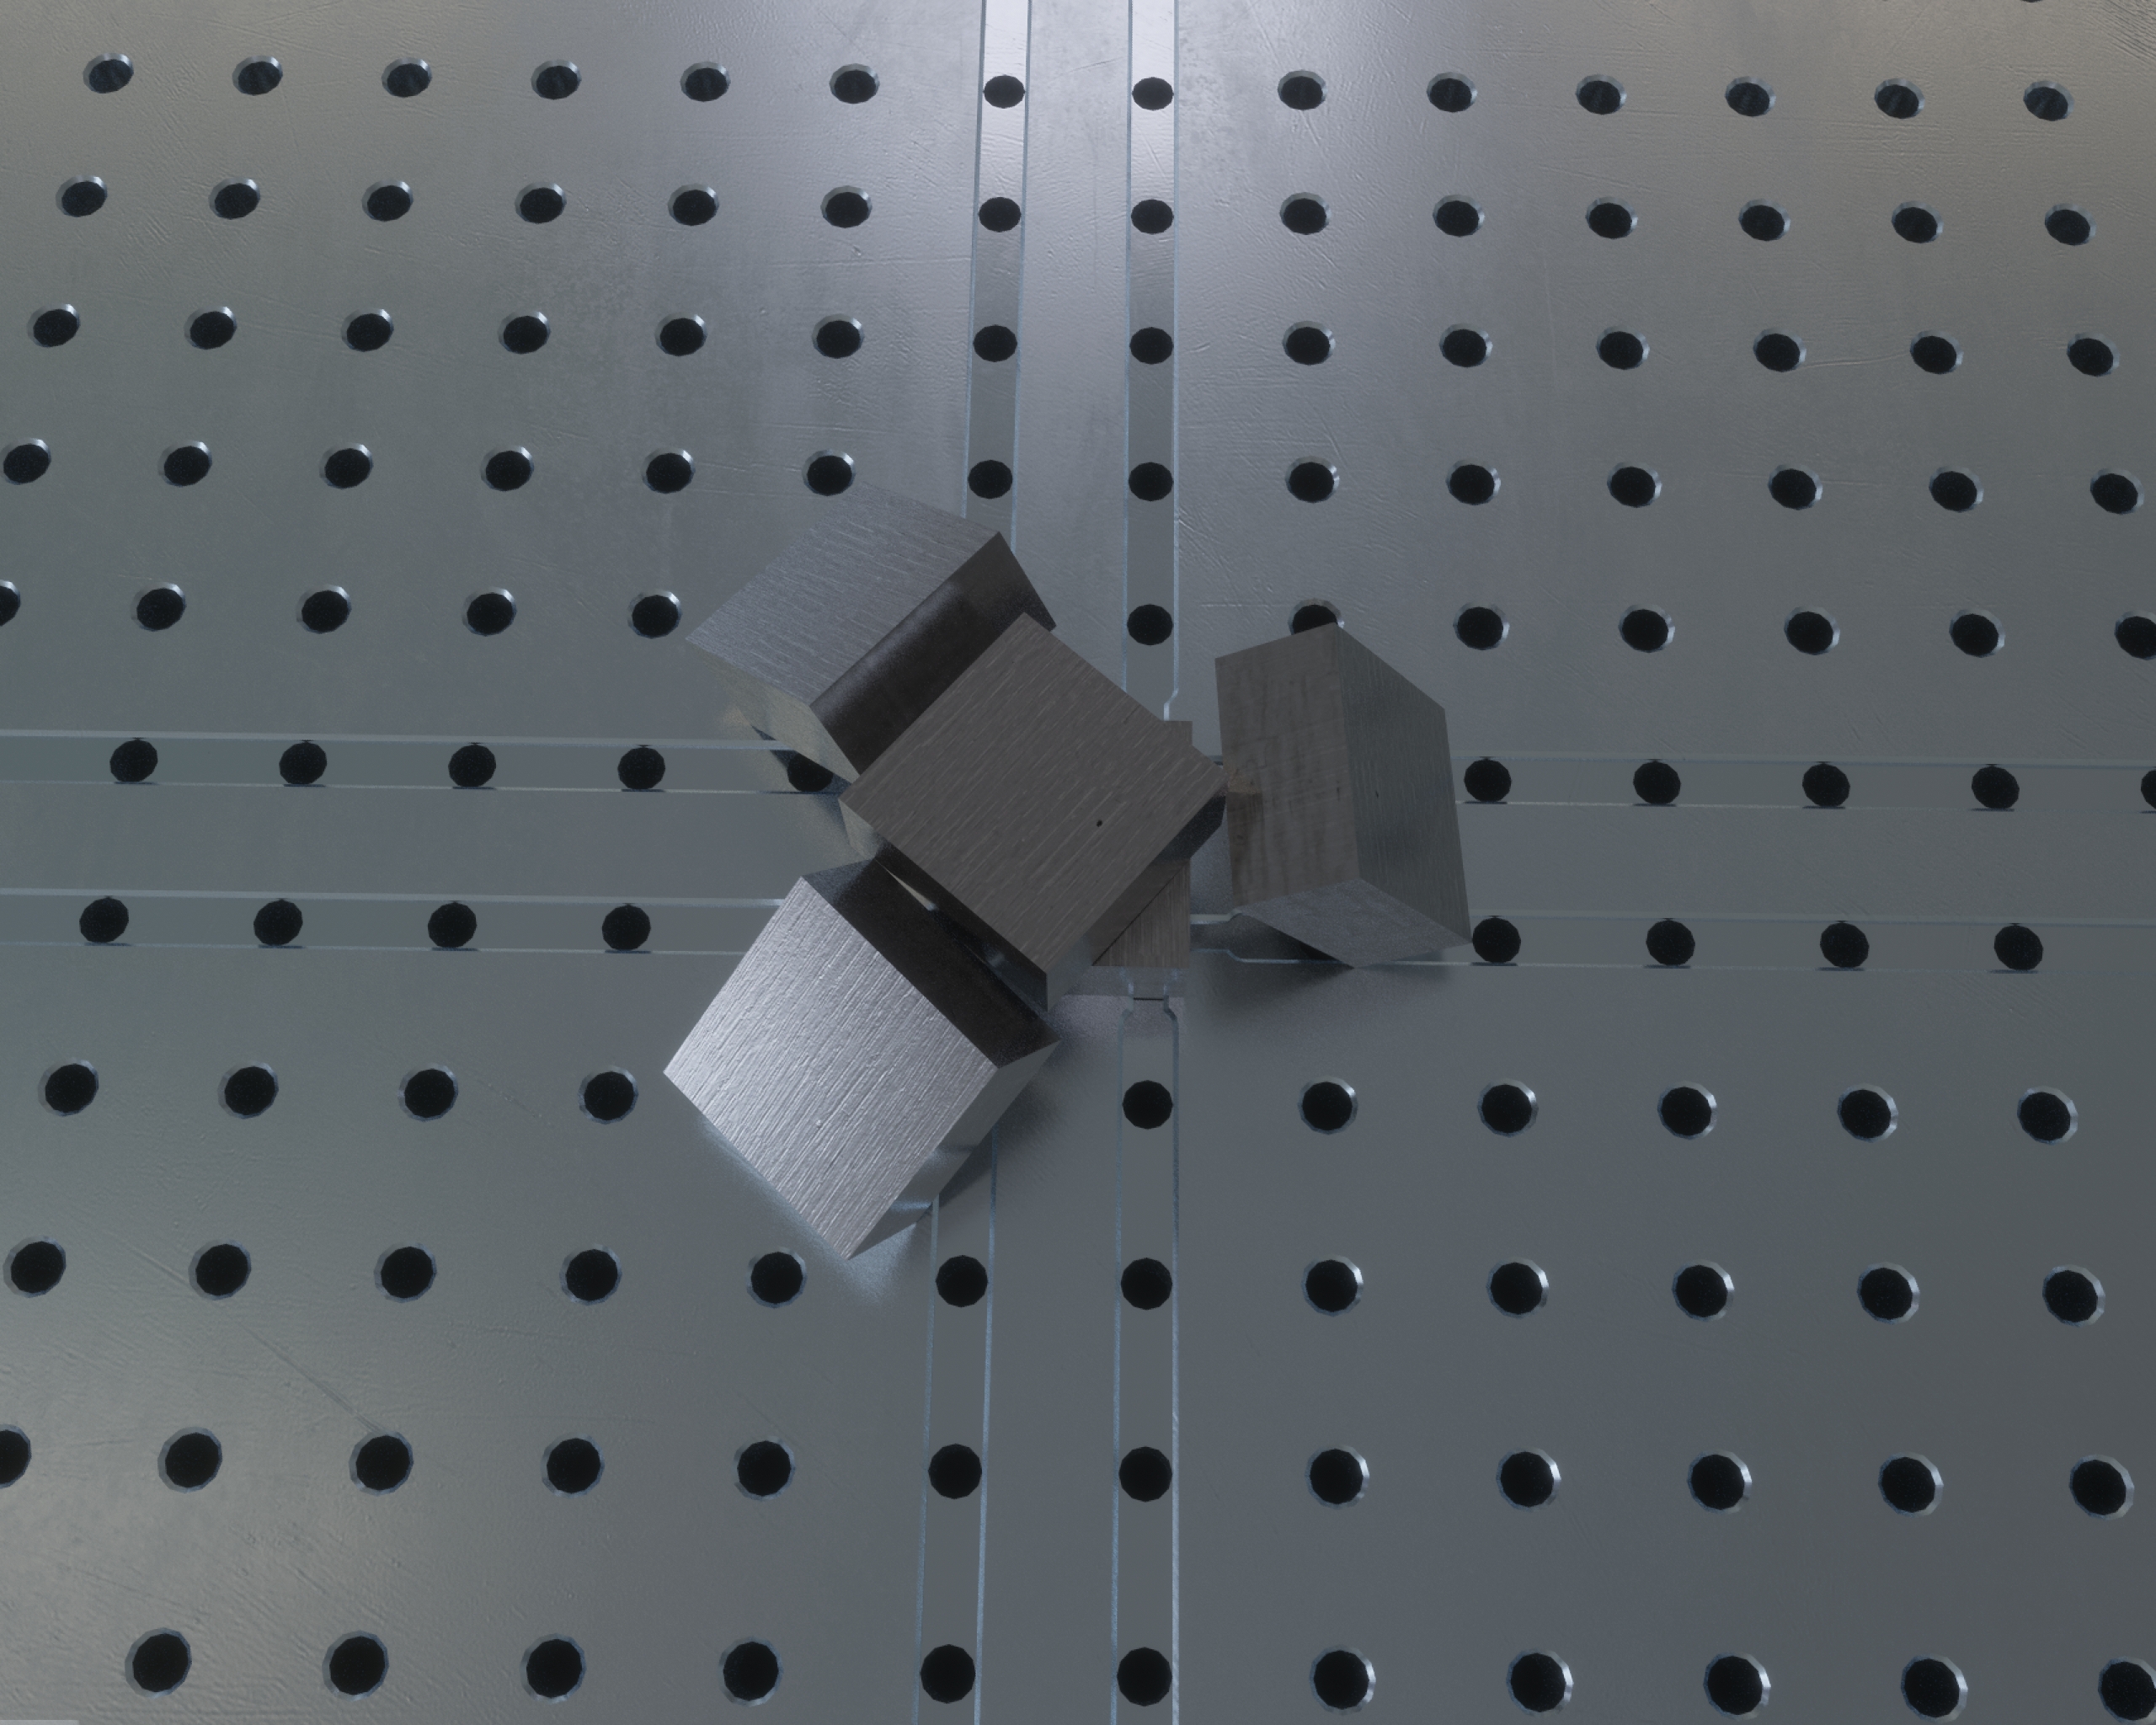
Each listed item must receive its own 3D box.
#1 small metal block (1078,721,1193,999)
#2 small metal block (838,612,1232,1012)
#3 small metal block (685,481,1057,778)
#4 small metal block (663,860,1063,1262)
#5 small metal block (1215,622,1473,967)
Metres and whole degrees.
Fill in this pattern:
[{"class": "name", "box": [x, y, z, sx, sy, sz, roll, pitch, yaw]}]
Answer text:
[{"class": "small metal block", "box": [-0.003, -0.001, 0.412, 0.050, 0.025, 0.050, 1, 73, 0]}, {"class": "small metal block", "box": [-0.008, -0.009, 0.388, 0.050, 0.025, 0.050, 40, 74, 12]}, {"class": "small metal block", "box": [-0.041, -0.046, 0.415, 0.050, 0.025, 0.050, -45, 40, -15]}, {"class": "small metal block", "box": [-0.040, 0.036, 0.385, 0.050, 0.025, 0.050, 43, 113, 14]}, {"class": "small metal block", "box": [0.051, -0.011, 0.400, 0.025, 0.050, 0.050, -15, 67, 30]}]
